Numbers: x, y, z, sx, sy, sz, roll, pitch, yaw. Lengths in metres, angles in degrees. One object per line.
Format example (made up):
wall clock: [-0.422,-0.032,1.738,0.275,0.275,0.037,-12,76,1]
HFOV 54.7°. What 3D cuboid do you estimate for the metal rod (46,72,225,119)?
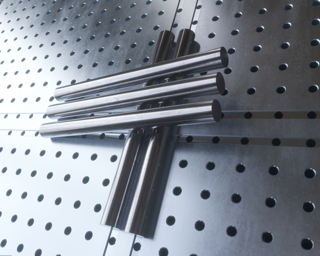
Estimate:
metal rod: [-0.055,-0.039,0.433,0.300,0.025,0.025,-6,59,34]

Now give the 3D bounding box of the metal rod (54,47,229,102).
metal rod: [-0.048,-0.070,0.448,0.300,0.025,0.025,-6,59,34]

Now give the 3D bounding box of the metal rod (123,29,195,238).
metal rod: [0.006,-0.011,0.411,0.025,0.025,0.300,1,62,28]

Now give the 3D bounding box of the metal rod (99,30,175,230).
metal rod: [-0.024,-0.014,0.428,0.025,0.025,0.300,1,62,28]

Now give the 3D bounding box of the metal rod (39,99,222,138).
metal rod: [-0.062,-0.007,0.416,0.300,0.025,0.025,-5,59,35]
